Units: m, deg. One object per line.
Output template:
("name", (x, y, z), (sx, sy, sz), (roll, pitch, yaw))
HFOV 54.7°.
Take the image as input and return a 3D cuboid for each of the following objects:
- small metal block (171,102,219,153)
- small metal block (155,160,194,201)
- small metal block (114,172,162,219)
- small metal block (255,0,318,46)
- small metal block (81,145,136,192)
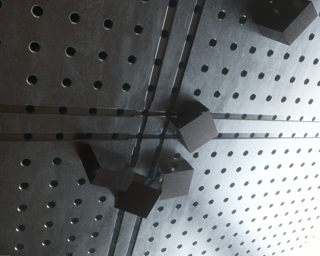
("small metal block", (0.050, 0.000, 0.441), (0.050, 0.025, 0.050), (-33, 129, -7))
("small metal block", (0.020, 0.080, 0.473), (0.050, 0.025, 0.050), (-5, 121, -27))
("small metal block", (-0.032, 0.095, 0.444), (0.050, 0.025, 0.050), (24, 106, -15))
("small metal block", (0.162, -0.140, 0.400), (0.050, 0.050, 0.025), (-48, 129, 5))
("small metal block", (-0.066, 0.051, 0.392), (0.050, 0.050, 0.025), (22, 107, -37))
